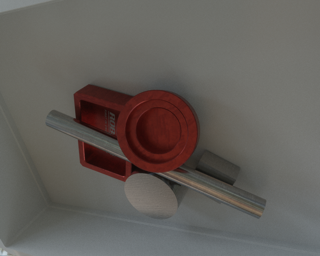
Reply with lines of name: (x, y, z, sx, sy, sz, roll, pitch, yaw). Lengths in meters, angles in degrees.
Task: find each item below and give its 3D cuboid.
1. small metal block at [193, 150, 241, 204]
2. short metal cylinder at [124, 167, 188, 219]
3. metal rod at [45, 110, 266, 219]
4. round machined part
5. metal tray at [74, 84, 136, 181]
small metal block: (0.070, 0.065, 0.409, 0.050, 0.025, 0.050, 28, 128, 10)
short metal cylinder: (-0.003, 0.082, 0.440, 0.080, 0.050, 0.079, 13, 124, 20)
metal rod: (-0.014, 0.042, 0.401, 0.301, 0.025, 0.025, 22, 127, 11)
round machined part: (0.000, 0.002, 0.380, 0.098, 0.042, 0.097, 2, 97, 14)
metal tray: (-0.073, 0.010, 0.445, 0.090, 0.030, 0.129, 17, 125, 18)
